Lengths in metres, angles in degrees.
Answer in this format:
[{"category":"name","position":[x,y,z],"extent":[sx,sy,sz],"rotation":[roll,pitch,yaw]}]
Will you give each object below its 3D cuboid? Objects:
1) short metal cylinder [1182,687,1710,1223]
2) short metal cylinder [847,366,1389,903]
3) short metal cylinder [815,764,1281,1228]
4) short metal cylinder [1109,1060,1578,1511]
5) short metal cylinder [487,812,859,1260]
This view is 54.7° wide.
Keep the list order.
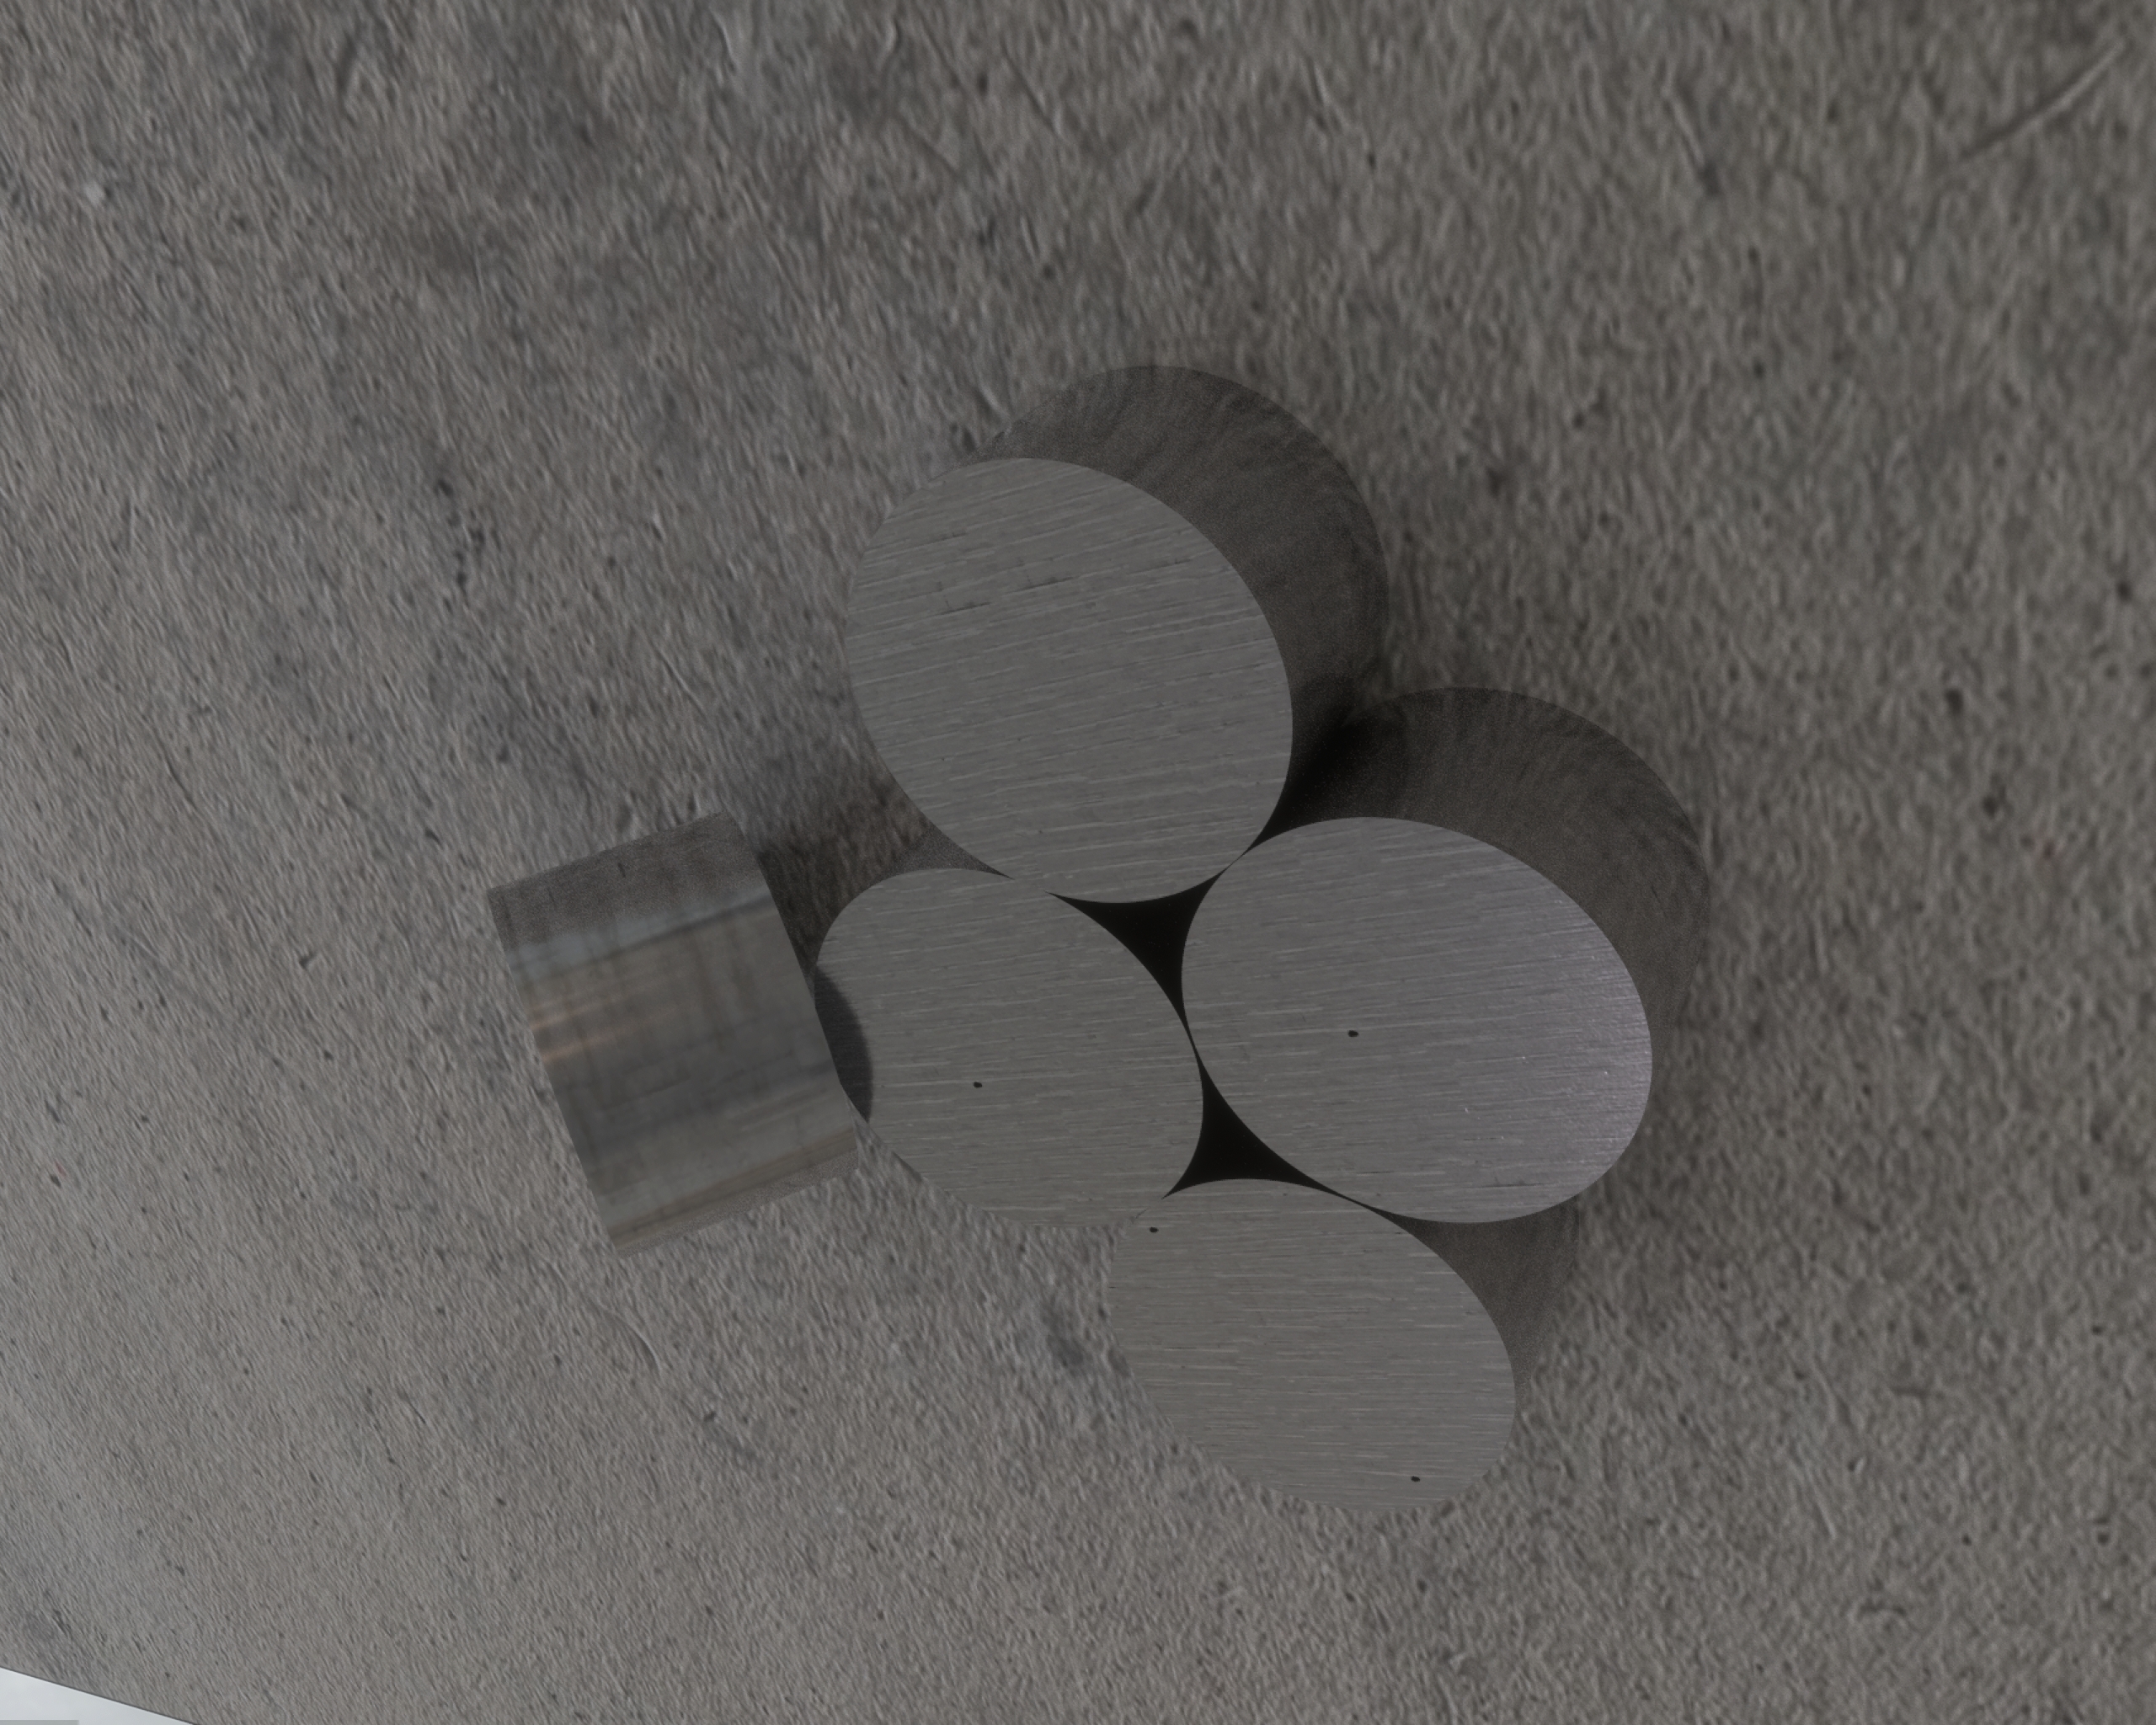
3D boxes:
[{"category":"short metal cylinder","position":[0.065,0.016,0.366],"extent":[0.080,0.050,0.079],"rotation":[13,124,21]},{"category":"short metal cylinder","position":[0.008,-0.040,0.362],"extent":[0.080,0.050,0.079],"rotation":[13,124,21]},{"category":"short metal cylinder","position":[-0.004,0.024,0.407],"extent":[0.080,0.050,0.079],"rotation":[13,124,21]},{"category":"short metal cylinder","position":[0.053,0.080,0.412],"extent":[0.080,0.050,0.079],"rotation":[13,124,21]},{"category":"short metal cylinder","position":[-0.083,0.035,0.429],"extent":[0.080,0.050,0.080],"rotation":[160,90,-77]}]
